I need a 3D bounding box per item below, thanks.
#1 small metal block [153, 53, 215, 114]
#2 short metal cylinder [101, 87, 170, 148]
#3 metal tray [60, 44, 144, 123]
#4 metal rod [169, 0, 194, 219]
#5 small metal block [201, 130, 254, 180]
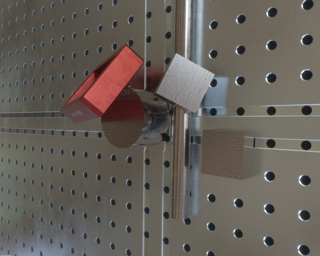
[{"bbox_3d":[0.027,-0.050,0.358,0.050,0.050,0.025,-64,9,-3],"label":"small metal block"},{"bbox_3d":[-0.034,-0.013,0.419,0.080,0.050,0.079,0,89,39],"label":"short metal cylinder"},{"bbox_3d":[-0.081,-0.053,0.408,0.090,0.030,0.130,-55,21,-19],"label":"metal tray"},{"bbox_3d":[0.027,-0.039,0.385,0.025,0.025,0.298,2,91,39],"label":"metal rod"},{"bbox_3d":[0.075,0.028,0.346,0.050,0.025,0.050,4,93,39],"label":"small metal block"}]
